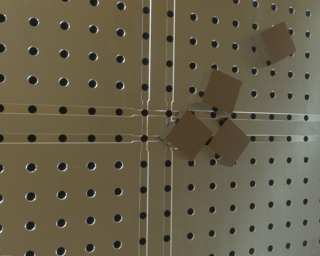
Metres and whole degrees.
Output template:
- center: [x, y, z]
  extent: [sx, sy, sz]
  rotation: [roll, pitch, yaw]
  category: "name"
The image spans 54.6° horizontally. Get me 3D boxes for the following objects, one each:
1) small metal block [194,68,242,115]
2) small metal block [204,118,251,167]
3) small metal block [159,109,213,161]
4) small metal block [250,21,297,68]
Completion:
- center: [0.083, -0.051, 0.443]
  extent: [0.050, 0.025, 0.050]
  rotation: [21, 83, -19]
  category: "small metal block"
- center: [0.094, 0.020, 0.447]
  extent: [0.050, 0.025, 0.050]
  rotation: [42, 77, -15]
  category: "small metal block"
- center: [0.036, 0.010, 0.426]
  extent: [0.050, 0.025, 0.050]
  rotation: [42, 77, -15]
  category: "small metal block"
- center: [0.174, -0.128, 0.476]
  extent: [0.050, 0.025, 0.050]
  rotation: [-30, 100, -18]
  category: "small metal block"
